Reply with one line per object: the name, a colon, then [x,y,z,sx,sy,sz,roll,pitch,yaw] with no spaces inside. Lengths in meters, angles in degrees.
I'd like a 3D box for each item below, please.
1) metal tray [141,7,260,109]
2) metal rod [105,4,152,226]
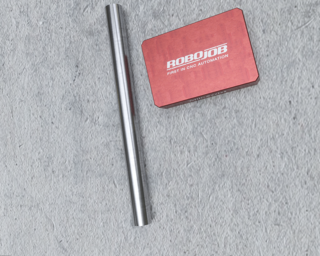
metal tray: [0.049,-0.083,0.389,0.130,0.030,0.090,-14,85,19]
metal rod: [-0.044,-0.019,0.423,0.025,0.025,0.298,-9,87,19]
